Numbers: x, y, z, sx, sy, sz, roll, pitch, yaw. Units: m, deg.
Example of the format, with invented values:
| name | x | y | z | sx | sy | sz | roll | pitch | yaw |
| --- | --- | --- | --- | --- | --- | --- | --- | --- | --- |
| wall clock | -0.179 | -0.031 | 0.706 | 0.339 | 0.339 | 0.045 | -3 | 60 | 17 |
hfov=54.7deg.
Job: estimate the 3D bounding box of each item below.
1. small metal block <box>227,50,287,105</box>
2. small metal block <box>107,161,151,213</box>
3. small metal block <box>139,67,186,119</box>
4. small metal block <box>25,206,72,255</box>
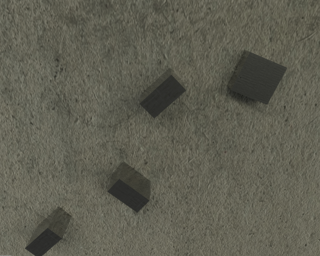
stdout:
| name | x | y | z | sx | sy | sz | roll | pitch | yaw |
| --- | --- | --- | --- | --- | --- | --- | --- | --- | --- |
| small metal block | 0.120 | -0.064 | 0.387 | 0.050 | 0.025 | 0.050 | 21 | 109 | -8 |
| small metal block | -0.041 | 0.080 | 0.425 | 0.050 | 0.050 | 0.025 | 39 | 106 | -13 |
| small metal block | 0.003 | -0.044 | 0.380 | 0.050 | 0.050 | 0.025 | -41 | 105 | 13 |
| small metal block | -0.161 | 0.151 | 0.450 | 0.050 | 0.050 | 0.025 | -42 | 105 | 14 |
